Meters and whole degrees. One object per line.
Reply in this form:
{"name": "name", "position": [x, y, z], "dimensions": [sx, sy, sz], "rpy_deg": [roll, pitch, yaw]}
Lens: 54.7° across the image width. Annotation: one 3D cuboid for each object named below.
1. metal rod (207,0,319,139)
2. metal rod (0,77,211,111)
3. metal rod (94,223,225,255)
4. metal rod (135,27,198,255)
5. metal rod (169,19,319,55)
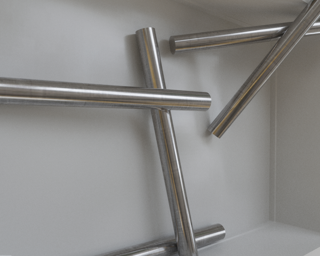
{"name": "metal rod", "position": [0.173, -0.108, 0.455], "dimensions": [0.025, 0.025, 0.299], "rpy_deg": [31, 102, -36]}
{"name": "metal rod", "position": [-0.070, -0.034, 0.321], "dimensions": [0.303, 0.025, 0.025], "rpy_deg": [0, 90, -32]}
{"name": "metal rod", "position": [-0.024, 0.158, 0.386], "dimensions": [0.302, 0.025, 0.025], "rpy_deg": [2, 89, -40]}
{"name": "metal rod", "position": [0.010, 0.024, 0.397], "dimensions": [0.025, 0.025, 0.298], "rpy_deg": [-13, 93, -39]}
{"name": "metal rod", "position": [0.160, -0.142, 0.463], "dimensions": [0.302, 0.025, 0.025], "rpy_deg": [-11, 98, -16]}
